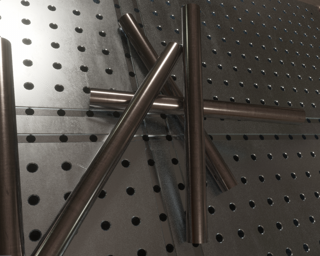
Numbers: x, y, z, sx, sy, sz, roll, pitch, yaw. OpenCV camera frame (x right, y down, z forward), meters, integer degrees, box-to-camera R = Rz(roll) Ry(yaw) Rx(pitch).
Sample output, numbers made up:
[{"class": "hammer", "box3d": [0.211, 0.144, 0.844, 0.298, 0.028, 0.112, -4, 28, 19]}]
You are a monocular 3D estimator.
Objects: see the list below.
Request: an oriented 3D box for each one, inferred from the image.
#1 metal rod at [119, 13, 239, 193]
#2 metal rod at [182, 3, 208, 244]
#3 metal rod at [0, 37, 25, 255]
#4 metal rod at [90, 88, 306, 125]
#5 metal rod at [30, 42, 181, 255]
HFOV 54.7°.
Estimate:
[{"class": "metal rod", "box3d": [0.020, -0.045, 0.448, 0.025, 0.025, 0.299, -20, 73, -36]}, {"class": "metal rod", "box3d": [0.042, -0.015, 0.387, 0.025, 0.025, 0.299, 6, 76, -26]}, {"class": "metal rod", "box3d": [-0.153, 0.033, 0.306, 0.025, 0.025, 0.299, -1, 62, -29]}, {"class": "metal rod", "box3d": [0.060, -0.027, 0.421, 0.302, 0.025, 0.025, 4, 59, -13]}, {"class": "metal rod", "box3d": [-0.044, 0.010, 0.346, 0.025, 0.025, 0.300, 33, 61, -7]}]
